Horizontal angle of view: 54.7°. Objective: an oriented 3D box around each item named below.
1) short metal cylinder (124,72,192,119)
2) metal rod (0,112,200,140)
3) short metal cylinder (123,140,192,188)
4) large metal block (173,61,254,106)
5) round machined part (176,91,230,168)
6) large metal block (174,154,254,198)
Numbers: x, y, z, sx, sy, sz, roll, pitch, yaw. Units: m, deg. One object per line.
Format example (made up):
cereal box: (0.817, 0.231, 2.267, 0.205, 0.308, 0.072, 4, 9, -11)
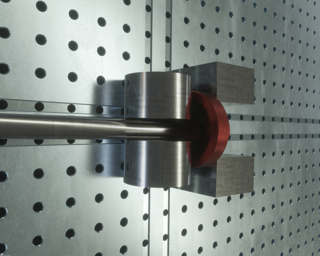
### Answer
short metal cylinder: (-0.002, -0.036, 0.371, 0.081, 0.080, 0.050, 1, 90, -40)
metal rod: (-0.076, 0.000, 0.330, 0.302, 0.025, 0.025, 2, 89, -36)
short metal cylinder: (-0.003, 0.039, 0.370, 0.081, 0.080, 0.050, 2, 90, -40)
large metal block: (0.075, -0.058, 0.437, 0.081, 0.080, 0.050, 0, 91, -40)
round machined part: (0.051, 0.002, 0.404, 0.042, 0.098, 0.097, 1, 90, -40)
large metal block: (0.074, 0.062, 0.437, 0.081, 0.080, 0.050, 3, 88, -40)
